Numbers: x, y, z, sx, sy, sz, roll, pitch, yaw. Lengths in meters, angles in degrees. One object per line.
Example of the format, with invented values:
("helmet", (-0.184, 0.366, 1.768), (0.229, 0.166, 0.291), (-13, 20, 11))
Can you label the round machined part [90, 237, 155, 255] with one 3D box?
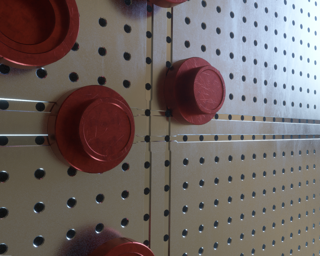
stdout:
("round machined part", (-0.052, 0.174, 0.353), (0.099, 0.042, 0.097), (0, 89, -39))

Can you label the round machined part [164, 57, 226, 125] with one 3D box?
("round machined part", (0.057, -0.053, 0.444), (0.099, 0.042, 0.097), (0, 90, -40))

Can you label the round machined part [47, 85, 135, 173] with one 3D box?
("round machined part", (-0.067, 0.001, 0.341), (0.099, 0.042, 0.097), (0, 90, -40))

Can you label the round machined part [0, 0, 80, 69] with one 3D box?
("round machined part", (-0.130, -0.104, 0.288), (0.099, 0.042, 0.097), (0, 90, -40))

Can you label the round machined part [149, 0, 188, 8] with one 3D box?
("round machined part", (-0.001, -0.203, 0.396), (0.099, 0.042, 0.097), (0, 90, -40))
